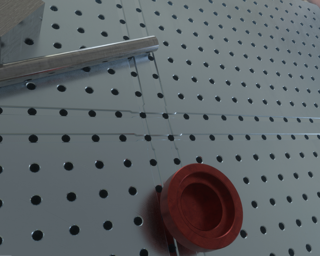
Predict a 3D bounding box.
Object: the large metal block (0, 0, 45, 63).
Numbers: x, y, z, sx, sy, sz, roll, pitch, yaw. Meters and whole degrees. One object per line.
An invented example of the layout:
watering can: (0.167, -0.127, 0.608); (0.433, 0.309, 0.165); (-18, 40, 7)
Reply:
large metal block: (-0.198, -0.134, 0.367); (0.080, 0.050, 0.080); (32, 52, -8)

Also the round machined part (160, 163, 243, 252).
round machined part: (0.044, 0.094, 0.363); (0.099, 0.042, 0.098); (14, 56, -21)

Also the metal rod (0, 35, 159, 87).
metal rod: (-0.122, -0.083, 0.392); (0.302, 0.025, 0.025); (-23, 75, -36)
